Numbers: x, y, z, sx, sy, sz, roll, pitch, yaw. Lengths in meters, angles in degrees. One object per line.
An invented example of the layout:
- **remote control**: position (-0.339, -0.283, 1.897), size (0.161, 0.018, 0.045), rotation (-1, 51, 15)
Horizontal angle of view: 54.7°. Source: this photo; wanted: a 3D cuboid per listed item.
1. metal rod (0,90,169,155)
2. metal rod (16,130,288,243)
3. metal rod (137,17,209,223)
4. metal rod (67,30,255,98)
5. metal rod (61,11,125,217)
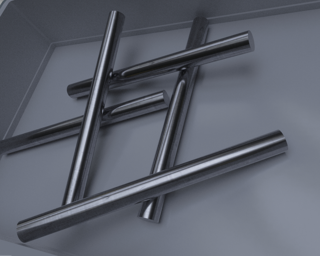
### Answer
- **metal rod**: position (-0.129, -0.003, 0.472), size (0.301, 0.025, 0.025), rotation (-15, 56, 19)
- **metal rod**: position (-0.011, 0.065, 0.338), size (0.301, 0.025, 0.025), rotation (-20, 54, 3)
- **metal rod**: position (0.024, -0.028, 0.408), size (0.025, 0.025, 0.300), rotation (2, 62, 29)
- **metal rod**: position (-0.020, -0.082, 0.440), size (0.300, 0.025, 0.025), rotation (-9, 58, 31)
- **metal rod**: position (-0.091, -0.029, 0.435), size (0.025, 0.025, 0.299), rotation (2, 73, 29)
